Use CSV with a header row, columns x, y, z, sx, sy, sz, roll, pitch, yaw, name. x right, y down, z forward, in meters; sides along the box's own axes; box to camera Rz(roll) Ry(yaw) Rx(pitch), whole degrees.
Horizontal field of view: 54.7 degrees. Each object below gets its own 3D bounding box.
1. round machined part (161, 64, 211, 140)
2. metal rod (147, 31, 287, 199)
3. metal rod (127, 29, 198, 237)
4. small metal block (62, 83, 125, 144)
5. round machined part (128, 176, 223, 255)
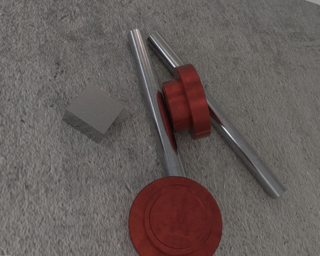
x,y,z,sx,sy,sz,roll,pitch,yaw,name
0.030,-0.031,0.401,0.042,0.098,0.098,-15,66,-1,round machined part
0.079,-0.025,0.461,0.025,0.025,0.299,-30,79,-38,metal rod
0.001,-0.009,0.409,0.025,0.025,0.299,-2,63,-29,metal rod
-0.079,-0.018,0.372,0.050,0.025,0.050,35,51,-5,small metal block
0.017,0.097,0.322,0.099,0.042,0.098,2,64,-4,round machined part
